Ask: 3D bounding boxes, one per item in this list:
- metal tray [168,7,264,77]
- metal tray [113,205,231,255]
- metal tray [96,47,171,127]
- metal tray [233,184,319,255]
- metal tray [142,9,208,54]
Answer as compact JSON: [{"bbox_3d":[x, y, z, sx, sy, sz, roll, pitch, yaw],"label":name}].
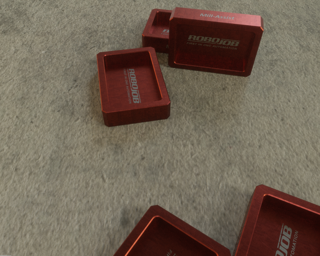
[{"bbox_3d":[0.080,-0.128,0.469,0.131,0.089,0.030,8,51,6],"label":"metal tray"},{"bbox_3d":[-0.006,0.145,0.277,0.090,0.030,0.131,28,55,21],"label":"metal tray"},{"bbox_3d":[-0.042,-0.065,0.453,0.091,0.030,0.130,-8,51,-7],"label":"metal tray"},{"bbox_3d":[0.118,0.127,0.294,0.090,0.030,0.130,20,53,15],"label":"metal tray"},{"bbox_3d":[0.042,-0.166,0.539,0.131,0.030,0.090,9,50,6],"label":"metal tray"}]
